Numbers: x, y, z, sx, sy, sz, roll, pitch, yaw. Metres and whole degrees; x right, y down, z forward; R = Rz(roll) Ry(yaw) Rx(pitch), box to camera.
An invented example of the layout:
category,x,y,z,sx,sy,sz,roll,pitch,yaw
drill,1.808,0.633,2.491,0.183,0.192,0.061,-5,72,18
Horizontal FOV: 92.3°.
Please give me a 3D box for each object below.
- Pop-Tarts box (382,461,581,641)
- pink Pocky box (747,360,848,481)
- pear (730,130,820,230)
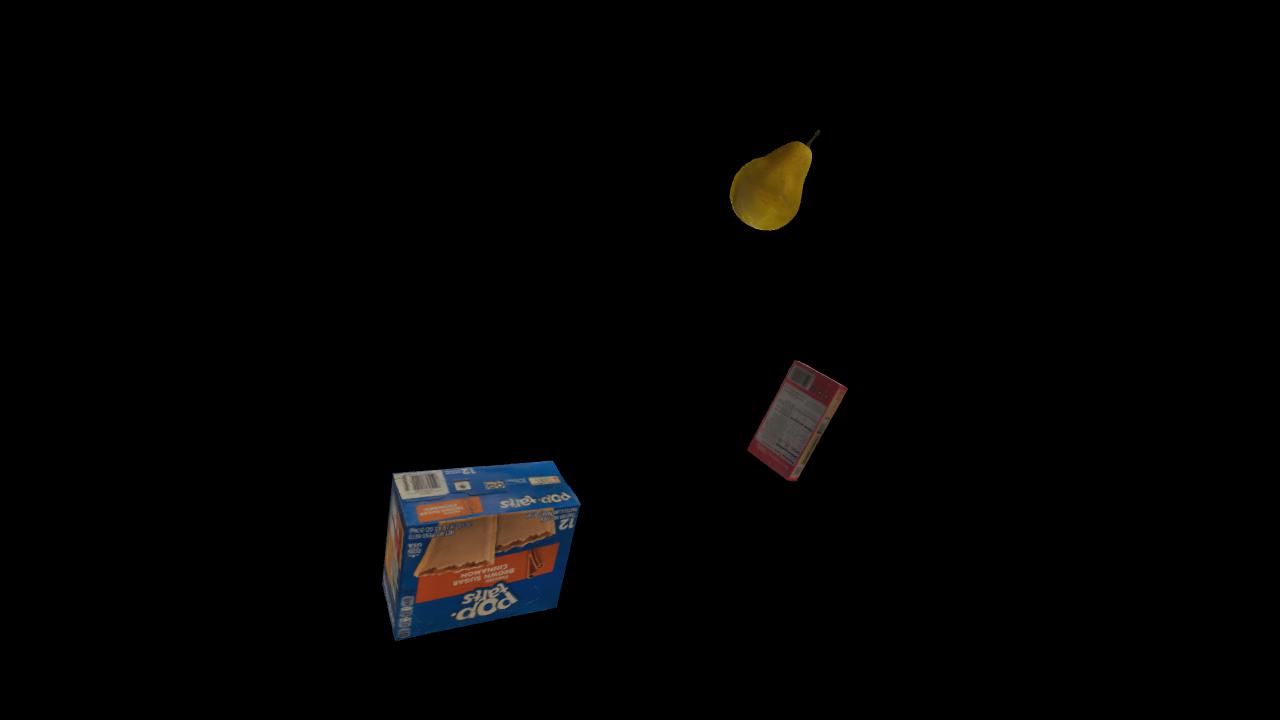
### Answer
category,x,y,z,sx,sy,sz,roll,pitch,yaw
Pop-Tarts box,-0.162,0.187,0.622,0.167,0.141,0.083,1,26,-30
pink Pocky box,0.224,0.087,0.884,0.029,0.155,0.084,16,14,-43
pear,0.146,-0.190,0.640,0.080,0.080,0.111,0,-42,-40
